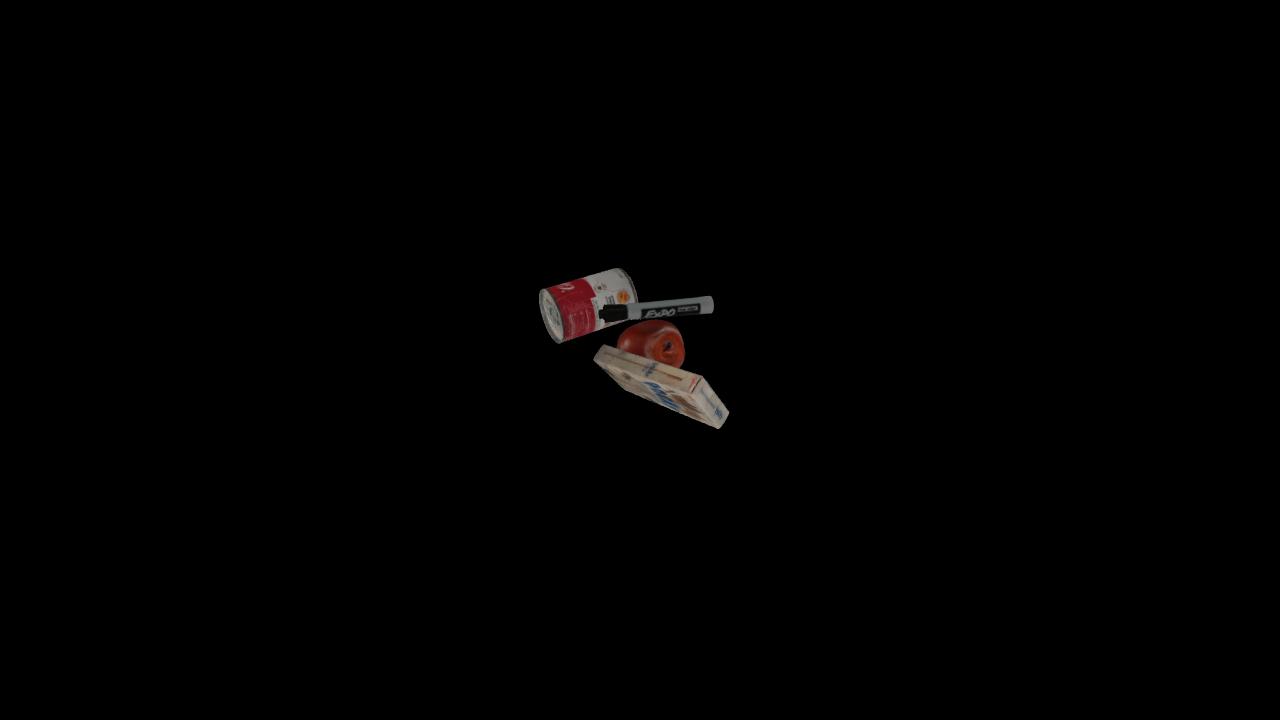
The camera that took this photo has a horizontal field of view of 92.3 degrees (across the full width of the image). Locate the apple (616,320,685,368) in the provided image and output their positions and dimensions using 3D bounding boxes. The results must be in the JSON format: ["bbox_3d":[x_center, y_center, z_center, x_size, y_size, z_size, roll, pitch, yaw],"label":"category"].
[{"bbox_3d":[0.011,-0.012,0.741,0.079,0.079,0.093,0,-4,-34],"label":"apple"}]

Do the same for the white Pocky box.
[{"bbox_3d":[0.023,0.028,0.714,0.154,0.028,0.084,19,-20,41],"label":"white Pocky box"}]

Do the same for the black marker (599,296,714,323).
[{"bbox_3d":[0.017,-0.052,0.635,0.121,0.020,0.020,-6,1,-14],"label":"black marker"}]

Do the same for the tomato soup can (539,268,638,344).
[{"bbox_3d":[-0.060,-0.066,0.733,0.101,0.068,0.068,-20,8,-23],"label":"tomato soup can"}]
